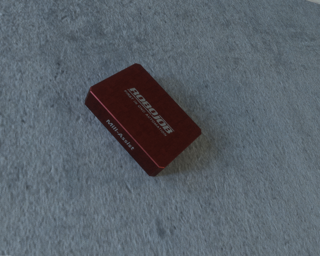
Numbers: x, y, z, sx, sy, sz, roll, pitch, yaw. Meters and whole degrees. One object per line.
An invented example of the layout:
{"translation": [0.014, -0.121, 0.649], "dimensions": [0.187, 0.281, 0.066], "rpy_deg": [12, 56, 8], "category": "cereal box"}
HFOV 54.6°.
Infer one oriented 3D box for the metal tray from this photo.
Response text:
{"translation": [-0.020, -0.014, 0.398], "dimensions": [0.130, 0.030, 0.091], "rpy_deg": [48, 51, 5], "category": "metal tray"}
